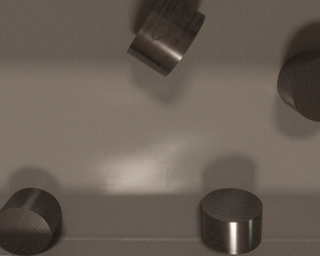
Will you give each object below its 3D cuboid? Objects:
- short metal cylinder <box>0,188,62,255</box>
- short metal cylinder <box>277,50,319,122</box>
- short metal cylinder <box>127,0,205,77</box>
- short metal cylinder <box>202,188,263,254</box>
[{"bbox_3d":[-0.189,0.134,0.445,0.081,0.050,0.079,0,110,-1],"label":"short metal cylinder"},{"bbox_3d":[0.194,-0.053,0.381,0.081,0.050,0.079,0,110,-1],"label":"short metal cylinder"},{"bbox_3d":[0.006,-0.104,0.344,0.050,0.080,0.080,32,107,-11],"label":"short metal cylinder"},{"bbox_3d":[0.100,0.127,0.430,0.081,0.080,0.050,-4,110,1],"label":"short metal cylinder"}]
